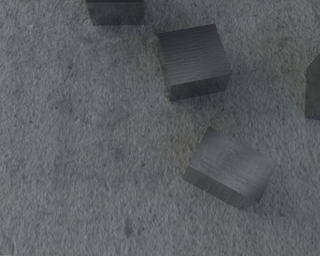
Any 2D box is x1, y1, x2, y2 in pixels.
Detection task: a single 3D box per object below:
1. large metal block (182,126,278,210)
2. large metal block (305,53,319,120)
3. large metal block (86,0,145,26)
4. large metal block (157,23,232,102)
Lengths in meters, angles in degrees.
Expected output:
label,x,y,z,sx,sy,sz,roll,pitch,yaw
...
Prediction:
label,x,y,z,sx,sy,sz,roll,pitch,yaw
large metal block,0.076,0.050,0.362,0.080,0.080,0.050,28,72,9
large metal block,0.233,-0.060,0.404,0.050,0.080,0.080,10,70,3
large metal block,-0.064,-0.204,0.469,0.081,0.050,0.080,-1,70,-1
large metal block,0.044,-0.090,0.428,0.081,0.050,0.080,-12,71,-5
